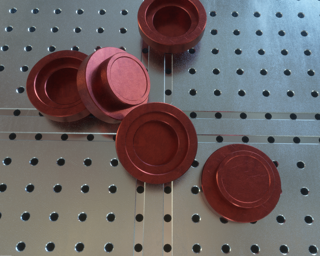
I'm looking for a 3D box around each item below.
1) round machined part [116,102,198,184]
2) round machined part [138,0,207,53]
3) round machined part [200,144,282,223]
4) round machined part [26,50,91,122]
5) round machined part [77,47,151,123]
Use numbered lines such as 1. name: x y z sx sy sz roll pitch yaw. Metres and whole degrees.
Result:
1. round machined part: -0.006 0.019 0.386 0.099 0.042 0.097 1 84 -10
2. round machined part: 0.017 -0.152 0.458 0.099 0.042 0.098 0 70 -1
3. round machined part: 0.100 0.066 0.380 0.099 0.042 0.098 0 70 -1
4. round machined part: -0.124 -0.053 0.421 0.099 0.042 0.098 0 70 0
5. round machined part: -0.051 -0.057 0.394 0.099 0.042 0.098 13 71 -41
